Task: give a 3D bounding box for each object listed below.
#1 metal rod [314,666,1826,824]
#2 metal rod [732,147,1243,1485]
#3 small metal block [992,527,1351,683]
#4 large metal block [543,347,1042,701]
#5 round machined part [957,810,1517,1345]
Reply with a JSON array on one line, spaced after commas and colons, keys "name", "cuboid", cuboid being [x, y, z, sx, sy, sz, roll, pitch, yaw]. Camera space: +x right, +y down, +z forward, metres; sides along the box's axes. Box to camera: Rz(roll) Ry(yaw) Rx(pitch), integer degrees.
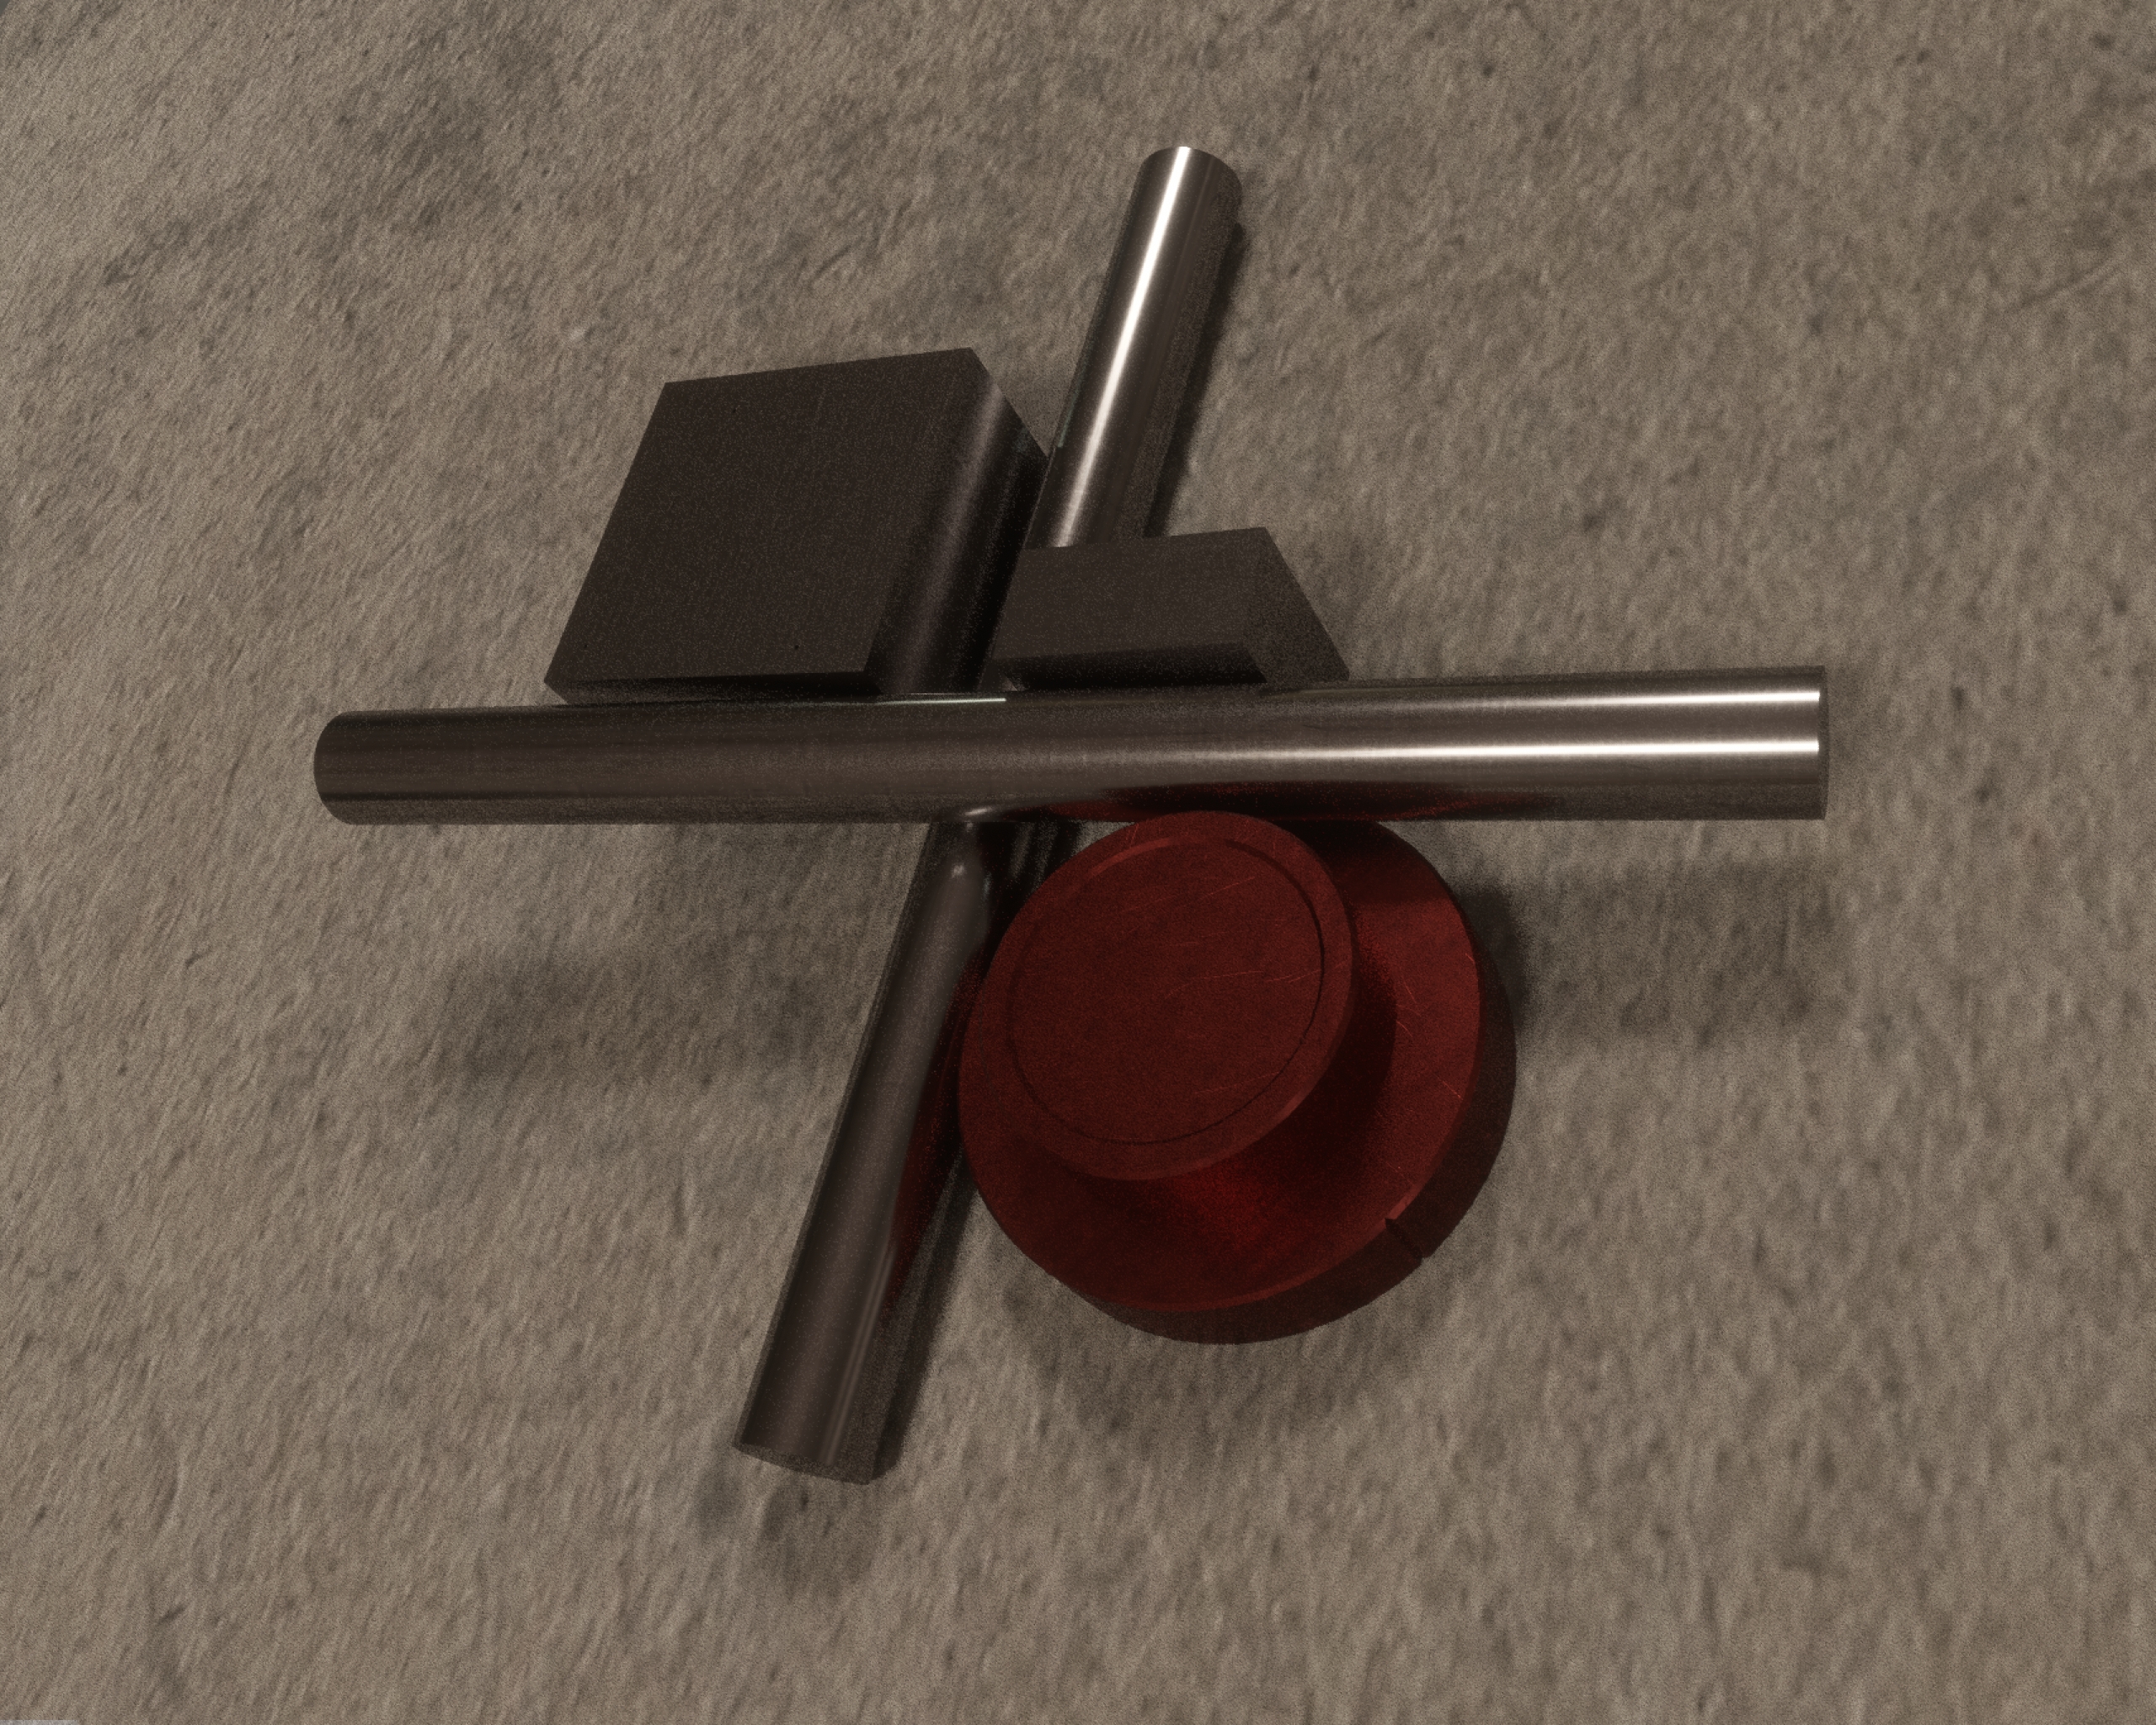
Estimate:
[{"name": "metal rod", "cuboid": [-0.018, -0.020, 0.394, 0.301, 0.025, 0.025, 0, 62, 23]}, {"name": "metal rod", "cuboid": [-0.011, -0.026, 0.426, 0.025, 0.025, 0.300, 2, 62, 29]}, {"name": "small metal block", "cuboid": [0.019, -0.037, 0.401, 0.050, 0.050, 0.025, -1, 61, 27]}, {"name": "large metal block", "cuboid": [-0.057, -0.061, 0.454, 0.080, 0.050, 0.080, 1, 62, 28]}, {"name": "round machined part", "cuboid": [0.022, 0.030, 0.362, 0.098, 0.042, 0.098, -13, 56, 20]}]
